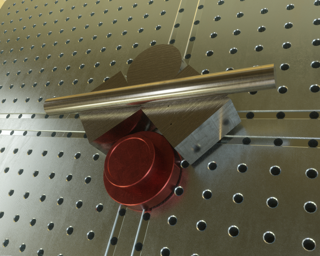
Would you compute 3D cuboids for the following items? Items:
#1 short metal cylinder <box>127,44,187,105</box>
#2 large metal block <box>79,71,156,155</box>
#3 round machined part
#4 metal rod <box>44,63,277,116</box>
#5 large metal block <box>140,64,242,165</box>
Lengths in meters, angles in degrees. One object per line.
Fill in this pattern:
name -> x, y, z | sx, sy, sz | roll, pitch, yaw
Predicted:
short metal cylinder -> 0.002, -0.068, 0.428 | 0.080, 0.050, 0.080 | -13, 56, 21
large metal block -> -0.062, -0.019, 0.431 | 0.080, 0.050, 0.080 | -34, 53, 5
round machined part -> -0.028, 0.046, 0.379 | 0.098, 0.042, 0.098 | -13, 56, 21
metal rod -> -0.020, -0.040, 0.372 | 0.300, 0.025, 0.025 | -5, 60, 26
large metal block -> 0.036, -0.017, 0.375 | 0.080, 0.050, 0.080 | -41, 51, 1
